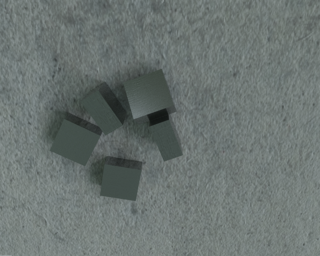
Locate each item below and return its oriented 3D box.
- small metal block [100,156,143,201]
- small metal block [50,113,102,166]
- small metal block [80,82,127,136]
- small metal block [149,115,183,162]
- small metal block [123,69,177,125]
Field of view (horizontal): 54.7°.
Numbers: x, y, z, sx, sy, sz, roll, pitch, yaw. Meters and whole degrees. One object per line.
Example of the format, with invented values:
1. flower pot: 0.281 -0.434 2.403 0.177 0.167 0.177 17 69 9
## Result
1. small metal block: -0.054 0.071 0.435 0.050 0.025 0.050 10 110 -4
2. small metal block: -0.111 0.016 0.414 0.050 0.025 0.050 26 108 -10
3. small metal block: -0.068 -0.026 0.386 0.025 0.050 0.050 -30 108 10
4. small metal block: 0.008 0.007 0.399 0.025 0.050 0.050 -20 109 7
5. small metal block: -0.012 -0.038 0.382 0.050 0.025 0.050 -19 73 6
